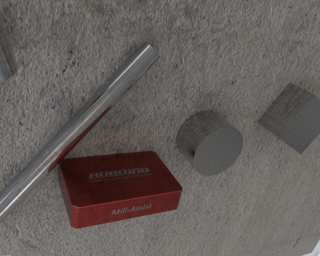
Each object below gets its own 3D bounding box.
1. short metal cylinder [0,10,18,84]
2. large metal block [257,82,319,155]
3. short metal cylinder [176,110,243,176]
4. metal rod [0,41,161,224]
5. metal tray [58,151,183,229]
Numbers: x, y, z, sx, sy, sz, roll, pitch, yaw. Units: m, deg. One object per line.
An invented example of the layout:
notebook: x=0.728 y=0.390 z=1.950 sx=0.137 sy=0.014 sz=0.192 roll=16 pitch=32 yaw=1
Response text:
short metal cylinder: x=-0.162 y=-0.064 z=0.244 sx=0.081 sy=0.080 sz=0.050 roll=-17 pitch=125 yaw=-19
large metal block: x=0.220 y=-0.014 z=0.502 sx=0.080 sy=0.050 sz=0.080 roll=29 pitch=102 yaw=-38
short metal cylinder: x=0.070 y=0.021 z=0.443 sx=0.081 sy=0.050 sz=0.079 roll=-14 pitch=124 yaw=-21
metal rod: x=-0.113 y=0.019 z=0.356 sx=0.300 sy=0.025 sz=0.025 roll=-46 pitch=129 yaw=3
metal tray: x=-0.050 y=0.069 z=0.380 sx=0.131 sy=0.090 sz=0.030 roll=-3 pitch=120 yaw=-27
